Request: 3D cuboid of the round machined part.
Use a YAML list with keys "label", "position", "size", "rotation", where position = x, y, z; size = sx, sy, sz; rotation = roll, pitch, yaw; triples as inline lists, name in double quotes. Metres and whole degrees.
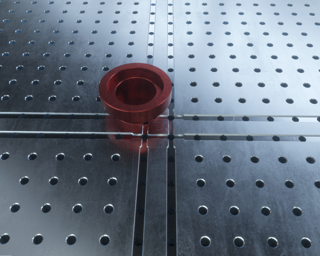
- label: "round machined part"
  position: [-0.033, -0.044, 0.434]
  size: [0.099, 0.042, 0.098]
  rotation: [0, 50, 0]
